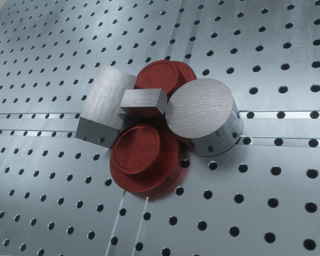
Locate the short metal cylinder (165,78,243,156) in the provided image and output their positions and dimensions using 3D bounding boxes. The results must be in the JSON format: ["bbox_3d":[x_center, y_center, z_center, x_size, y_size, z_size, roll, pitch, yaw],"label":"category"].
[{"bbox_3d":[0.053,-0.012,0.371,0.080,0.050,0.080,-13,56,21],"label":"short metal cylinder"}]

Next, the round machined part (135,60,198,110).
[{"bbox_3d":[0.003,-0.056,0.430,0.098,0.042,0.098,-13,56,21],"label":"round machined part"}]

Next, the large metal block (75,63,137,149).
[{"bbox_3d":[-0.075,-0.027,0.422,0.050,0.080,0.080,20,65,-12],"label":"large metal block"}]

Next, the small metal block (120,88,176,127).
[{"bbox_3d":[-0.013,-0.024,0.385,0.050,0.050,0.025,1,63,29],"label":"small metal block"}]

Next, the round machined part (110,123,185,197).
[{"bbox_3d":[-0.022,0.033,0.389,0.098,0.042,0.098,-13,56,21],"label":"round machined part"}]
